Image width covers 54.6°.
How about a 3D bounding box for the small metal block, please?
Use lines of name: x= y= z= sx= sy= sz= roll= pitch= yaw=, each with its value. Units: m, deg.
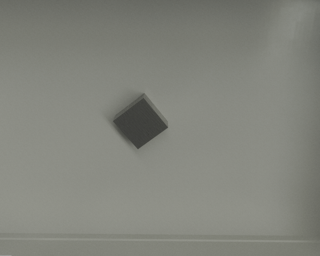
small metal block: x=-0.025 y=-0.009 z=0.408 sx=0.050 sy=0.025 sz=0.050 roll=-36 pitch=106 yaw=12
